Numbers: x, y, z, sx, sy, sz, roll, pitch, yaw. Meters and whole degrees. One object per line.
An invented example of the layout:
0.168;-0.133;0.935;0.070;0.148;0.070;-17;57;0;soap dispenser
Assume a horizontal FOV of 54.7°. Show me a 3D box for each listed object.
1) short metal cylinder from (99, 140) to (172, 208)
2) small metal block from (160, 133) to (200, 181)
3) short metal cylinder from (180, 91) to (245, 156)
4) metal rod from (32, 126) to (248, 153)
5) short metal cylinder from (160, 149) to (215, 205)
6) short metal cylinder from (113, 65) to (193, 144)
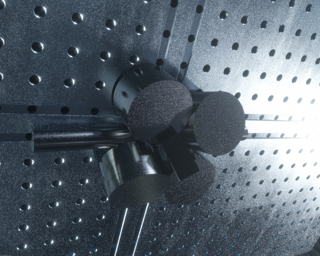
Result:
-0.032;0.060;0.394;0.081;0.050;0.080;-16;144;-11;short metal cylinder
0.023;0.037;0.380;0.025;0.050;0.050;-27;170;-4;small metal block
0.063;-0.008;0.403;0.081;0.050;0.079;-3;97;-28;short metal cylinder
-0.006;0.011;0.410;0.303;0.025;0.025;-2;119;-28;metal rod
0.032;0.064;0.447;0.081;0.050;0.079;-14;124;-21;short metal cylinder
-0.009;-0.028;0.368;0.081;0.050;0.079;-14;124;-21;short metal cylinder
